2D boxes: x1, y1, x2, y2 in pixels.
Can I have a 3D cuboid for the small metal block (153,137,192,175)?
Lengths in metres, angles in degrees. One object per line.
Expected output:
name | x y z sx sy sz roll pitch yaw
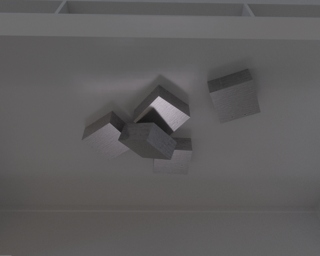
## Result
small metal block | 0.017 0.040 0.443 0.050 0.025 0.050 3 130 -3

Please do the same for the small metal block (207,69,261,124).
small metal block | 0.090 -0.038 0.378 0.050 0.025 0.050 -17 128 13

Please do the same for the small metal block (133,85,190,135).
small metal block | 0.002 -0.019 0.393 0.050 0.025 0.050 32 123 -25

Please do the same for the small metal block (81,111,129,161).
small metal block | -0.068 0.012 0.418 0.050 0.025 0.050 -30 124 23

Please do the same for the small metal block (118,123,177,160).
small metal block | -0.016 0.017 0.394 0.050 0.025 0.050 -1 149 42
